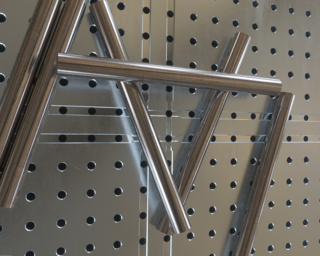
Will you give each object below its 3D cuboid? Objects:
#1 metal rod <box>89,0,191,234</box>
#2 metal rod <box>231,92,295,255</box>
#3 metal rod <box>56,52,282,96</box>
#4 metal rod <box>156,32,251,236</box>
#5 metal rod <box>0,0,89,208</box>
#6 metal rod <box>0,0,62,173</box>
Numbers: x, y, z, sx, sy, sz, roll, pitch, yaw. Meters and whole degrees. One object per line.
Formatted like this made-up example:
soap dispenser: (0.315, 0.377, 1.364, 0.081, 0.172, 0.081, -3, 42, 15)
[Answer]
metal rod: (-0.024, -0.012, 0.389, 0.025, 0.025, 0.299, -21, 92, -19)
metal rod: (0.151, 0.089, 0.468, 0.025, 0.025, 0.299, 21, 83, -19)
metal rod: (0.029, -0.064, 0.390, 0.302, 0.025, 0.025, 2, 90, -23)
metal rod: (0.064, 0.002, 0.435, 0.025, 0.025, 0.299, 26, 81, -18)
metal rod: (-0.131, -0.056, 0.363, 0.025, 0.025, 0.299, 20, 83, -19)
metal rod: (-0.172, -0.011, 0.349, 0.025, 0.025, 0.299, 20, 83, -19)
